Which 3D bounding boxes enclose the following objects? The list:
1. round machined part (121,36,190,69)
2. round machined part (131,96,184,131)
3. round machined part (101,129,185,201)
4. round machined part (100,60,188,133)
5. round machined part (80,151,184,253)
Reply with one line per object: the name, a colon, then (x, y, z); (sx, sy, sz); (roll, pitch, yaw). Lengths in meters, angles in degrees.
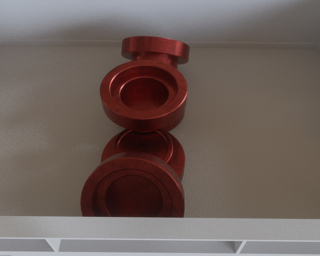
round machined part: (-0.008, -0.101, 0.453); (0.099, 0.098, 0.042); (5, 93, 4)
round machined part: (-0.014, -0.041, 0.426); (0.099, 0.042, 0.098); (0, 50, 0)
round machined part: (-0.020, 0.034, 0.362); (0.099, 0.042, 0.098); (0, 50, 0)
round machined part: (-0.018, -0.033, 0.364); (0.099, 0.042, 0.098); (0, 50, 0)
round machined part: (-0.025, 0.070, 0.310); (0.099, 0.097, 0.042); (5, 13, 3)
